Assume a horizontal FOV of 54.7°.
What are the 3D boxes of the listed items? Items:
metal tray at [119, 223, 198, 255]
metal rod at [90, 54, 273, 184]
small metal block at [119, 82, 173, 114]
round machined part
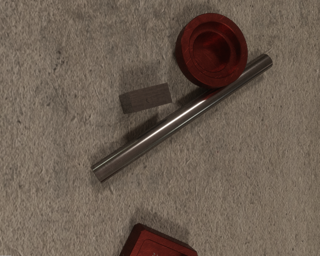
[{"bbox_3d":[-0.018,0.202,0.400,0.090,0.030,0.130,30,80,-18],"label":"metal tray"},{"bbox_3d":[0.041,-0.022,0.425,0.302,0.025,0.025,-34,101,-17],"label":"metal rod"},{"bbox_3d":[-0.019,-0.037,0.389,0.050,0.050,0.025,-16,96,-20],"label":"small metal block"},{"bbox_3d":[0.066,-0.102,0.424,0.099,0.042,0.097,1,87,-19],"label":"round machined part"}]
